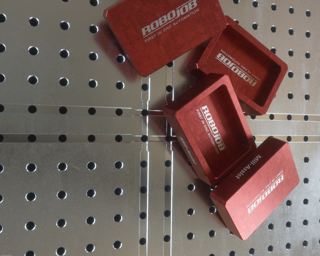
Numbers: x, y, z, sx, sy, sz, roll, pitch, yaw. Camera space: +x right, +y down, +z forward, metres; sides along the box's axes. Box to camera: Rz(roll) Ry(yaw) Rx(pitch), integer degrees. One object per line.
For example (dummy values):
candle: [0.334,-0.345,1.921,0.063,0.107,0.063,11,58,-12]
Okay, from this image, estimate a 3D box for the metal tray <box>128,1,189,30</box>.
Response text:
metal tray: [0.009,-0.203,0.412,0.091,0.030,0.130,20,83,-19]

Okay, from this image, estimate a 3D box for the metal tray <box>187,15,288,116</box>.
metal tray: [0.115,-0.087,0.451,0.130,0.030,0.090,32,80,-17]

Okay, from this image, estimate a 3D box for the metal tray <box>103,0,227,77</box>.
metal tray: [0.008,-0.135,0.384,0.130,0.030,0.090,-32,117,-3]

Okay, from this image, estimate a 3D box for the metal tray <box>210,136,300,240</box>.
metal tray: [0.140,0.086,0.446,0.130,0.030,0.090,-40,123,-16]

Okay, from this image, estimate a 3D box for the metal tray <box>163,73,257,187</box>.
metal tray: [0.071,0.003,0.417,0.090,0.030,0.130,-38,118,-16]
